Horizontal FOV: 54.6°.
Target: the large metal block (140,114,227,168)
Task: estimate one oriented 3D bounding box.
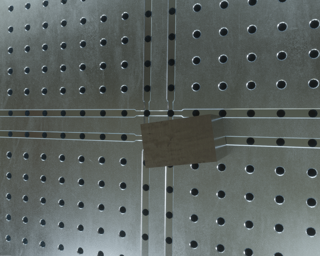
[{"bbox_3d":[0.032,0.015,0.372,0.080,0.080,0.050,-8,88,20],"label":"large metal block"}]
